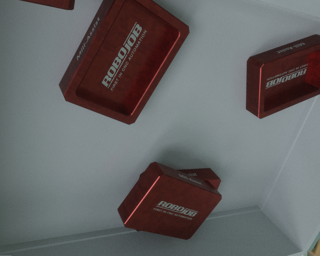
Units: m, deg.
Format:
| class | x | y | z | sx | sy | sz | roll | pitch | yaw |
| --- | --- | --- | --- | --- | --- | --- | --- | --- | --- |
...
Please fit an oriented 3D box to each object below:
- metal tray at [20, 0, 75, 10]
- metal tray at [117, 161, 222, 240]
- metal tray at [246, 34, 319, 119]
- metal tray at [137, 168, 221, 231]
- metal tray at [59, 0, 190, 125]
| class | x | y | z | sx | sy | sz | roll | pitch | yaw |
| --- | --- | --- | --- | --- | --- | --- | --- | --- | --- |
| metal tray | -0.133 | -0.119 | 0.219 | 0.131 | 0.090 | 0.030 | 1 | 118 | -29 |
| metal tray | 0.017 | 0.108 | 0.442 | 0.131 | 0.030 | 0.090 | 27 | 104 | -37 |
| metal tray | 0.191 | -0.077 | 0.461 | 0.131 | 0.030 | 0.089 | -21 | 127 | -16 |
| metal tray | 0.024 | 0.111 | 0.487 | 0.131 | 0.030 | 0.089 | 1 | 118 | -29 |
| metal tray | -0.038 | -0.076 | 0.337 | 0.091 | 0.030 | 0.129 | 22 | 106 | -37 |
